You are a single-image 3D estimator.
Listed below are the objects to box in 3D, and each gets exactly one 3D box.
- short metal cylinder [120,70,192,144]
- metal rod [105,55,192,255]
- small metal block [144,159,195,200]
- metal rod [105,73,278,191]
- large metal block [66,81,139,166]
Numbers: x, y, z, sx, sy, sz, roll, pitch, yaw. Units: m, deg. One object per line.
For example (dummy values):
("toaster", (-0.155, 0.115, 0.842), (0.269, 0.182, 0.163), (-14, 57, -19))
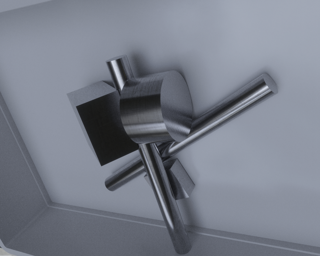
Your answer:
("short metal cylinder", (-0.002, -0.022, 0.356), (0.050, 0.080, 0.080), (-5, 116, 29))
("metal rod", (-0.007, 0.052, 0.408), (0.025, 0.025, 0.298), (-5, 115, 30))
("small metal block", (0.014, 0.077, 0.446), (0.050, 0.025, 0.050), (-23, 106, 36))
("metal rod", (0.017, 0.022, 0.409), (0.025, 0.025, 0.299), (49, 128, -7))
("large metal block", (-0.075, -0.009, 0.398), (0.080, 0.050, 0.080), (34, 145, 61))
